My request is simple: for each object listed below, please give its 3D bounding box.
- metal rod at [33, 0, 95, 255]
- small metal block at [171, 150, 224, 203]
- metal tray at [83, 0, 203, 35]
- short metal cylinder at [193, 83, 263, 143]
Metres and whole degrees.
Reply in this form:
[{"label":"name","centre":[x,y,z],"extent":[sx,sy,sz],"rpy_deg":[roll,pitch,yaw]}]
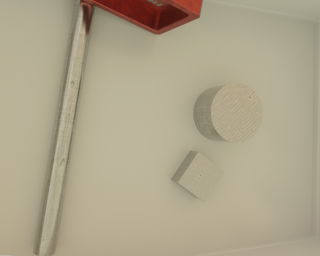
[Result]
[{"label":"metal rod","centre":[-0.113,-0.003,0.369],"extent":[0.025,0.025,0.298],"rpy_deg":[10,87,-20]},{"label":"small metal block","centre":[0.052,0.067,0.431],"extent":[0.050,0.025,0.050],"rpy_deg":[38,78,-16]},{"label":"metal tray","centre":[-0.027,-0.154,0.350],"extent":[0.131,0.090,0.030],"rpy_deg":[15,82,-33]},{"label":"short metal cylinder","centre":[0.094,-0.020,0.434],"extent":[0.081,0.050,0.079],"rpy_deg":[0,90,-21]}]
